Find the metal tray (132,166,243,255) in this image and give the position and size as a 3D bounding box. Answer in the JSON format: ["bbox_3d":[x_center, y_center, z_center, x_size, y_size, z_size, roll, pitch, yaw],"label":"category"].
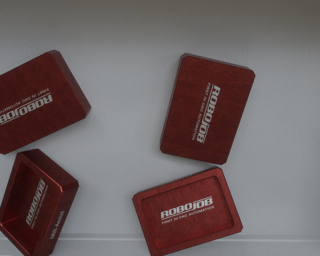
[{"bbox_3d":[0.037,0.115,0.432,0.130,0.030,0.090,-20,84,7],"label":"metal tray"}]

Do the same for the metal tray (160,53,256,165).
[{"bbox_3d":[0.057,-0.023,0.401,0.091,0.030,0.129,12,110,-5],"label":"metal tray"}]

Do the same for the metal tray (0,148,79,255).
[{"bbox_3d":[-0.170,0.105,0.422,0.090,0.030,0.129,33,110,22],"label":"metal tray"}]

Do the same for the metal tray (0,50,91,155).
[{"bbox_3d":[-0.168,-0.031,0.396,0.130,0.030,0.090,-24,109,8],"label":"metal tray"}]
